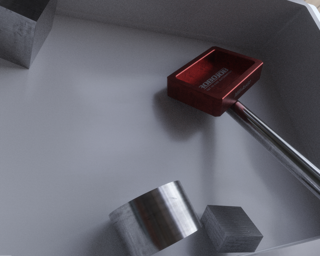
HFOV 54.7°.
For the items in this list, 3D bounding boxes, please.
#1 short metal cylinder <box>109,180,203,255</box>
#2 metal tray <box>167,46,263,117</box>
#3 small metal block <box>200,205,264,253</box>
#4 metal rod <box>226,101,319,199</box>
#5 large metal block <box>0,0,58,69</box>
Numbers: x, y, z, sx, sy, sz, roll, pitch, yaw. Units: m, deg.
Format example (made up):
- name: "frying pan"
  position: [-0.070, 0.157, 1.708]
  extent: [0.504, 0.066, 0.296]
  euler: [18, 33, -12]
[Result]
- name: "short metal cylinder"
  position: [-0.004, 0.094, 0.312]
  extent: [0.081, 0.080, 0.050]
  euler: [-16, 70, -35]
- name: "metal tray"
  position: [0.083, -0.075, 0.463]
  extent: [0.090, 0.030, 0.131]
  euler: [27, 48, 29]
- name: "small metal block"
  position: [0.083, 0.118, 0.365]
  extent: [0.050, 0.025, 0.050]
  euler: [9, 24, -24]
- name: "metal rod"
  position: [0.149, 0.023, 0.392]
  extent: [0.025, 0.025, 0.300]
  euler: [-4, 38, -30]
- name: "large metal block"
  position: [-0.160, -0.132, 0.365]
  extent: [0.050, 0.080, 0.080]
  euler: [22, 54, -16]
